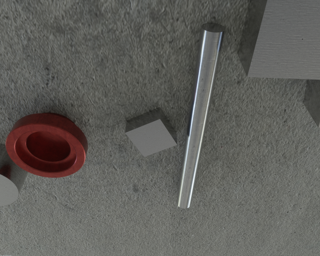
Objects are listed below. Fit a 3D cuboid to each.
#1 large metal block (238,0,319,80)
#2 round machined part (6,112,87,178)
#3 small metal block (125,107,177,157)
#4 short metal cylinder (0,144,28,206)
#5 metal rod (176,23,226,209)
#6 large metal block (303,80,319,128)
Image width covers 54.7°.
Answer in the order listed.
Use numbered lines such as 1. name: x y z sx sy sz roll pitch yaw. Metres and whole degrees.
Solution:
1. large metal block: 0.131 -0.097 0.310 0.081 0.050 0.079 2 130 -2
2. round machined part: -0.145 0.018 0.410 0.099 0.042 0.097 -1 130 0
3. small metal block: -0.011 0.006 0.413 0.050 0.025 0.050 -22 127 17
4. short metal cylinder: -0.237 0.067 0.445 0.081 0.050 0.079 0 130 0
5. metal rod: 0.047 0.010 0.416 0.025 0.025 0.298 2 130 -2
6. large metal block: 0.219 -0.051 0.351 0.080 0.050 0.080 -6 130 5
